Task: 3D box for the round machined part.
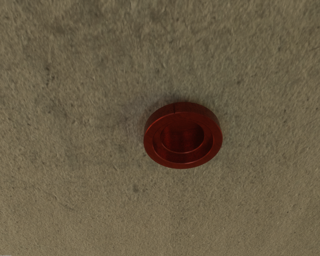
[{"bbox_3d":[0.029,0.005,0.401,0.099,0.042,0.097,-1,130,0],"label":"round machined part"}]
